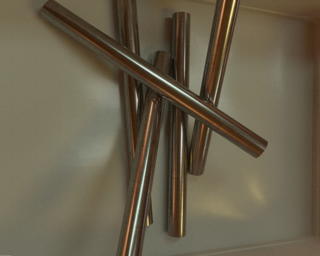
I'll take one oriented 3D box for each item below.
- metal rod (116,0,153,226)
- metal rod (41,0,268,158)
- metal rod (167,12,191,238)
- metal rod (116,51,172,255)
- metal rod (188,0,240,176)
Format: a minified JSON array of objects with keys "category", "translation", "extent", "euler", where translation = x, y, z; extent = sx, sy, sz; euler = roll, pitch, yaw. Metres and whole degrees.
[{"category":"metal rod","translation":[-0.033,-0.025,0.399],"extent":[0.025,0.025,0.298],"euler":[-5,92,-20]},{"category":"metal rod","translation":[-0.006,-0.057,0.365],"extent":[0.301,0.025,0.025],"euler":[33,79,-1]},{"category":"metal rod","translation":[0.026,-0.005,0.421],"extent":[0.025,0.025,0.298],"euler":[1,90,-20]},{"category":"metal rod","translation":[-0.017,0.037,0.348],"extent":[0.025,0.025,0.299],"euler":[19,62,-19]},{"category":"metal rod","translation":[0.066,-0.073,0.367],"extent":[0.025,0.025,0.298],"euler":[-3,118,-20]}]
